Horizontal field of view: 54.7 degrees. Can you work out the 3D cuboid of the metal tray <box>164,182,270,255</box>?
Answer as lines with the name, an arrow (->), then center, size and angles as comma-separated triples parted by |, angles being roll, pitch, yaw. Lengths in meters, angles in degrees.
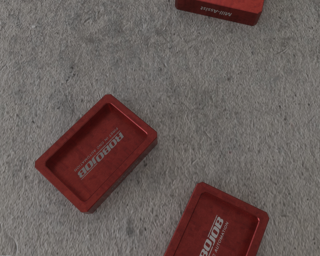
metal tray -> 0.058, 0.139, 0.354 | 0.090, 0.030, 0.130 | 25, 72, 8

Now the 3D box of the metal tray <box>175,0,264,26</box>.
metal tray -> 0.097, -0.218, 0.486 | 0.131, 0.030, 0.090 | 15, 71, 5

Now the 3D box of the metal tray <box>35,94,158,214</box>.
metal tray -> -0.077, 0.031, 0.393 | 0.090, 0.030, 0.130 | 40, 74, 13
